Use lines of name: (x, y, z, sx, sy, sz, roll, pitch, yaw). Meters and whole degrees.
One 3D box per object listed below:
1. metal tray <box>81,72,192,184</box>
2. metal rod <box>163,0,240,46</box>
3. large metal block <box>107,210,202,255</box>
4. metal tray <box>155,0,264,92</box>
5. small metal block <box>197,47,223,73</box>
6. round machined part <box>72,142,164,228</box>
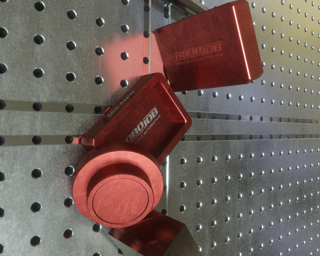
metal tray: (-0.023, 0.004, 0.388, 0.130, 0.030, 0.090, -50, 120, -28)
metal rod: (0.022, -0.181, 0.429, 0.302, 0.025, 0.025, 16, 80, -39)
large metal block: (-0.002, 0.142, 0.365, 0.050, 0.080, 0.080, -47, 129, -30)
metal tray: (0.056, -0.097, 0.390, 0.030, 0.130, 0.089, -29, 109, -37)
small metal block: (0.060, -0.087, 0.446, 0.025, 0.050, 0.050, -40, 115, -33)
round machined part: (-0.044, 0.067, 0.332, 0.099, 0.042, 0.097, -5, 114, -11)
